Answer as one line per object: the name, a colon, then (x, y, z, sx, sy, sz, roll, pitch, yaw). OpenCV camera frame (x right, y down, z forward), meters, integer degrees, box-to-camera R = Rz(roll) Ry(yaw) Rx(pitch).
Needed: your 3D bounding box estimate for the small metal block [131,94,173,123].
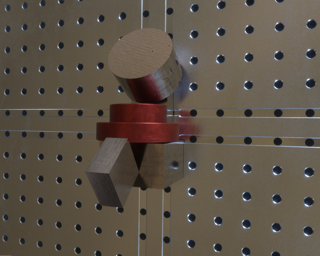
small metal block: (-0.010, -0.031, 0.414, 0.050, 0.025, 0.050, 1, 90, 19)

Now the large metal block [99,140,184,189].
large metal block: (-0.020, 0.041, 0.389, 0.080, 0.080, 0.050, 1, 91, 19)

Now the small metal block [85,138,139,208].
small metal block: (-0.047, 0.045, 0.318, 0.025, 0.050, 0.050, 1, 129, 19)

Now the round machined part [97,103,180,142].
round machined part: (-0.026, -0.007, 0.371, 0.098, 0.098, 0.042, 1, 91, 19)

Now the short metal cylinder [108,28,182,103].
short metal cylinder: (-0.017, -0.078, 0.387, 0.080, 0.050, 0.080, -8, 58, 14)
